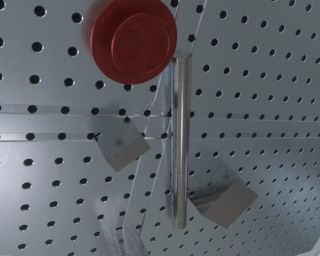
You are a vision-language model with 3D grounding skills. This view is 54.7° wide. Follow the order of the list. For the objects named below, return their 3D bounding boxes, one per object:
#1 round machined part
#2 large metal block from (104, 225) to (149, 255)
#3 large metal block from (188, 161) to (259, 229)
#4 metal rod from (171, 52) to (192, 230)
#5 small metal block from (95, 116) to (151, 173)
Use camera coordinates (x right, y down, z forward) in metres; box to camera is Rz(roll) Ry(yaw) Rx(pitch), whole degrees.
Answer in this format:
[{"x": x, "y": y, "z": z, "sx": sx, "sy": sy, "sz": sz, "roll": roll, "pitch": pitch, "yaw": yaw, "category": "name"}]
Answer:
[{"x": -0.025, "y": -0.091, "z": 0.330, "sx": 0.099, "sy": 0.042, "sz": 0.097, "roll": -14, "pitch": 124, "yaw": -21, "category": "round machined part"}, {"x": -0.051, "y": 0.215, "z": 0.481, "sx": 0.050, "sy": 0.080, "sz": 0.079, "roll": -8, "pitch": 122, "yaw": -24, "category": "large metal block"}, {"x": 0.107, "y": 0.115, "z": 0.524, "sx": 0.080, "sy": 0.050, "sz": 0.080, "roll": -48, "pitch": 129, "yaw": 6, "category": "large metal block"}, {"x": 0.029, "y": 0.039, "z": 0.450, "sx": 0.025, "sy": 0.025, "sz": 0.298, "roll": -15, "pitch": 125, "yaw": -20, "category": "metal rod"}, {"x": -0.046, "y": 0.019, "z": 0.381, "sx": 0.050, "sy": 0.050, "sz": 0.025, "roll": -35, "pitch": 129, "yaw": -5, "category": "small metal block"}]
